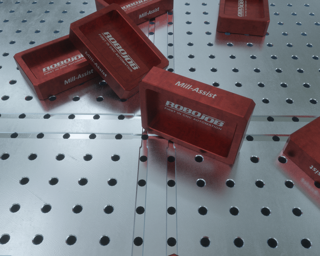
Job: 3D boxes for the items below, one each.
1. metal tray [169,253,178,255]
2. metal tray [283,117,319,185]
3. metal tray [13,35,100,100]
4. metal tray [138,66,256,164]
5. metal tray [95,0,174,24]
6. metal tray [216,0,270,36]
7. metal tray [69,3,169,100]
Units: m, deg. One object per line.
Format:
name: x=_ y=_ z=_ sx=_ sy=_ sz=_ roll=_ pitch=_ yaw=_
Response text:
metal tray: x=0.048 y=0.177 z=0.256 sx=0.130 sy=0.030 sz=0.090 roll=20 pitch=53 yaw=16
metal tray: x=0.229 y=0.042 z=0.371 sx=0.091 sy=0.030 sz=0.130 roll=-27 pitch=55 yaw=-21
metal tray: x=-0.149 y=-0.105 z=0.492 sx=0.131 sy=0.030 sz=0.090 roll=-29 pitch=56 yaw=-23
metal tray: x=0.040 y=-0.014 z=0.377 sx=0.130 sy=0.090 sz=0.030 roll=22 pitch=54 yaw=17
metal tray: x=-0.049 y=-0.246 z=0.610 sx=0.131 sy=0.030 sz=0.090 roll=-32 pitch=57 yaw=-24
metal tray: x=0.160 y=-0.231 z=0.599 sx=0.090 sy=0.030 sz=0.130 roll=8 pitch=50 yaw=6
metal tray: x=-0.061 y=-0.117 z=0.468 sx=0.090 sy=0.030 sz=0.130 roll=-39 pitch=85 yaw=-28
